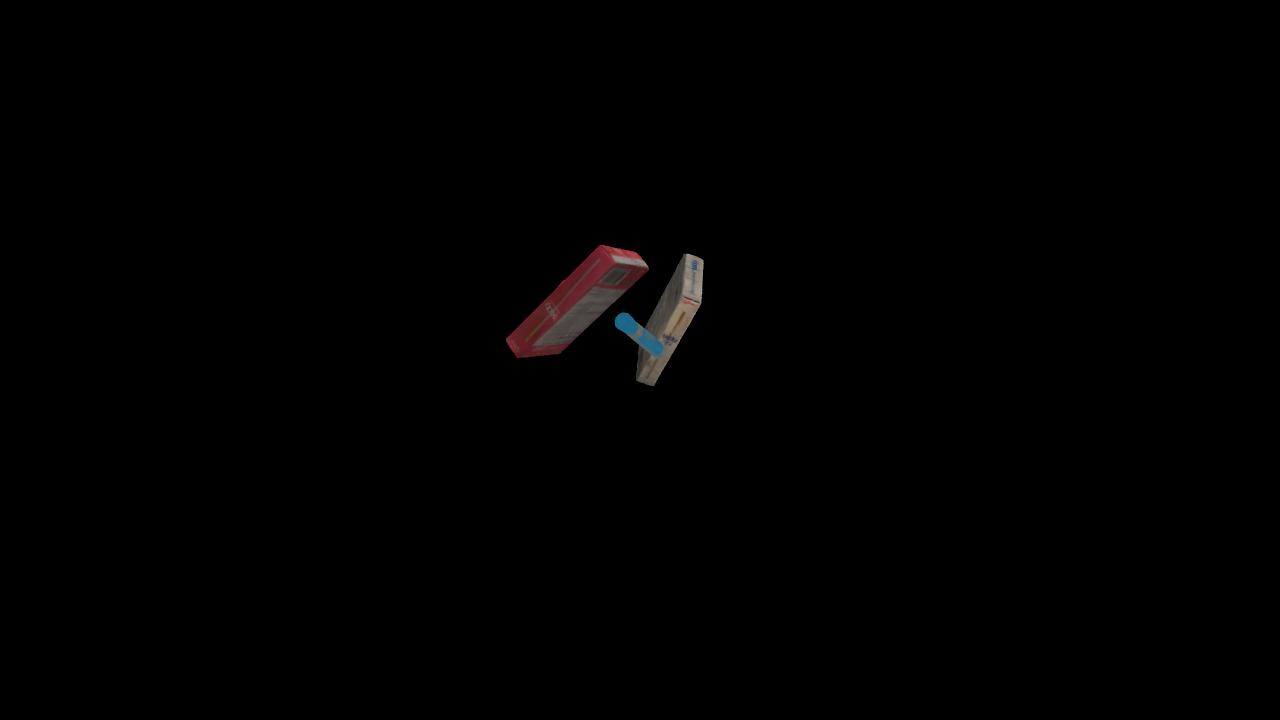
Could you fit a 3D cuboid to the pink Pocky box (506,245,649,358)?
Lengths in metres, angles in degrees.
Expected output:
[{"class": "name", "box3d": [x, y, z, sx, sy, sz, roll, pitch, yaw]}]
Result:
[{"class": "pink Pocky box", "box3d": [-0.067, -0.060, 0.662, 0.155, 0.029, 0.084, -41, -13, 22]}]

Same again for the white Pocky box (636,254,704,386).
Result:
[{"class": "white Pocky box", "box3d": [0.034, -0.047, 0.751, 0.028, 0.084, 0.154, 18, -45, -11]}]

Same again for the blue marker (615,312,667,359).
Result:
[{"class": "blue marker", "box3d": [0.002, -0.025, 0.664, 0.020, 0.020, 0.121, 0, -15, 21]}]
